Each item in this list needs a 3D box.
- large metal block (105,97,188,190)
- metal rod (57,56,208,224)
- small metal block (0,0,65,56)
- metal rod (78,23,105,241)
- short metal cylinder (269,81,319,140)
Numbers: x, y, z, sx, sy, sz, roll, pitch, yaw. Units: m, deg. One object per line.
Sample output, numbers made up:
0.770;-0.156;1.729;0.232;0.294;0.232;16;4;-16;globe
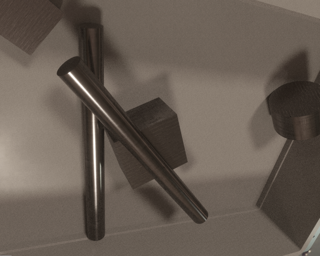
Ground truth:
-0.018;0.019;0.396;0.081;0.050;0.080;-25;128;-13;large metal block
-0.010;0.038;0.363;0.025;0.025;0.300;-39;130;-2;metal rod
-0.124;-0.103;0.278;0.050;0.025;0.050;-48;129;5;small metal block
-0.081;0.027;0.381;0.025;0.025;0.298;-9;123;-24;metal rod
0.213;-0.027;0.475;0.080;0.080;0.050;-34;129;-7;short metal cylinder
